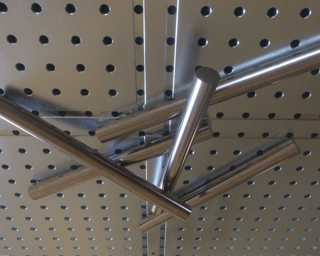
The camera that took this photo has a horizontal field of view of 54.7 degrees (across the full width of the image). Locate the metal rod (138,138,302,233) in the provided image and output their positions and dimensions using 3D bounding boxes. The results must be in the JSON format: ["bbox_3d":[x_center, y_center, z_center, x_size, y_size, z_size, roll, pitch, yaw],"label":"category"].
[{"bbox_3d":[0.081,0.101,0.499,0.299,0.025,0.025,-35,122,25],"label":"metal rod"}]

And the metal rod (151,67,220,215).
[{"bbox_3d":[0.022,0.042,0.415,0.025,0.025,0.298,7,140,-7],"label":"metal rod"}]

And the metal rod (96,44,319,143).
[{"bbox_3d":[0.058,-0.039,0.379,0.301,0.025,0.025,-19,128,15],"label":"metal rod"}]

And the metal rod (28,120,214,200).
[{"bbox_3d":[-0.067,0.052,0.454,0.301,0.025,0.025,-21,127,16],"label":"metal rod"}]

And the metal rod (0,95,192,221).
[{"bbox_3d":[-0.082,0.048,0.423,0.301,0.025,0.025,33,123,-15],"label":"metal rod"}]
